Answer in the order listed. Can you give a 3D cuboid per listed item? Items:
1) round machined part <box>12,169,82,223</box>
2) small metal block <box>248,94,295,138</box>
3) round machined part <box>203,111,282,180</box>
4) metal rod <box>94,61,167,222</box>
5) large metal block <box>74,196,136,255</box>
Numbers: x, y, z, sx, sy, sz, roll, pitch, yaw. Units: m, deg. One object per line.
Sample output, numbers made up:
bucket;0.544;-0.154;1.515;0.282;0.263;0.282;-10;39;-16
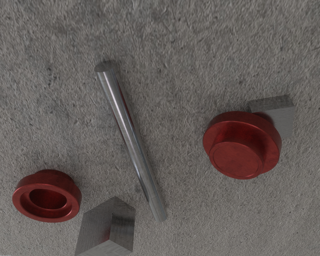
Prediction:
round machined part;-0.171;0.102;0.481;0.099;0.042;0.097;0;130;0
small metal block;0.142;-0.012;0.399;0.050;0.025;0.050;-9;130;7
round machined part;0.102;0.029;0.398;0.098;0.042;0.097;17;138;16
metal rod;-0.030;0.042;0.442;0.025;0.025;0.299;-10;130;8
large metal block;-0.090;0.174;0.518;0.080;0.080;0.050;-33;123;24
